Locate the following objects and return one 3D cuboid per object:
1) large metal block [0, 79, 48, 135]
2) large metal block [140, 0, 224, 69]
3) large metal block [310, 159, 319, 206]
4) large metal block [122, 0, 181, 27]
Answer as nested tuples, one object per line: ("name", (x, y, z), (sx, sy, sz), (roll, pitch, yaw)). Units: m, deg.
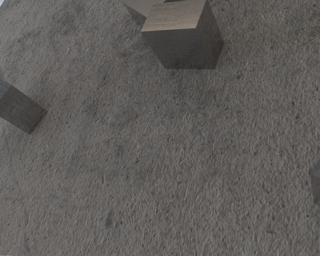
("large metal block", (-0.256, -0.041, 0.528), (0.080, 0.080, 0.050), (24, 75, 36))
("large metal block", (0.033, -0.126, 0.429), (0.080, 0.080, 0.050), (7, 65, 31))
("large metal block", (0.172, 0.031, 0.259), (0.050, 0.080, 0.080), (28, 77, 37))
("large metal block", (-0.002, -0.205, 0.515), (0.080, 0.050, 0.080), (-43, 51, -2))
